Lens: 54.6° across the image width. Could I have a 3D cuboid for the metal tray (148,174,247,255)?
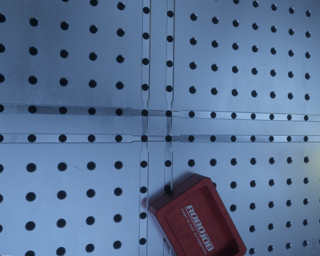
[{"bbox_3d":[0.054,0.141,0.429,0.090,0.030,0.130,-31,100,-17],"label":"metal tray"}]
